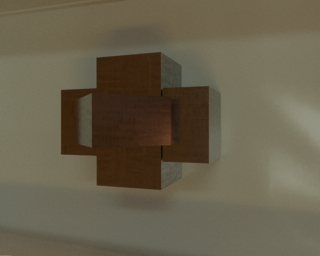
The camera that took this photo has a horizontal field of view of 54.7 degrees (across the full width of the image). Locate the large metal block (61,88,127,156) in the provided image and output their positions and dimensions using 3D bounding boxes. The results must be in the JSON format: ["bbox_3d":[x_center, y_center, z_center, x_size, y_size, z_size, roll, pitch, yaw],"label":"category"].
[{"bbox_3d":[-0.084,-0.007,0.410,0.050,0.080,0.080,0,90,20],"label":"large metal block"}]

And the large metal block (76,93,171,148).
[{"bbox_3d":[-0.042,-0.007,0.335,0.081,0.080,0.050,0,90,-25],"label":"large metal block"}]

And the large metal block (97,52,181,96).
[{"bbox_3d":[-0.023,-0.058,0.388,0.080,0.080,0.050,0,90,20],"label":"large metal block"}]

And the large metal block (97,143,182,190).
[{"bbox_3d":[-0.023,0.042,0.388,0.080,0.080,0.050,0,90,20],"label":"large metal block"}]

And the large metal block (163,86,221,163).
[{"bbox_3d":[0.040,-0.004,0.364,0.050,0.080,0.080,0,90,19],"label":"large metal block"}]
